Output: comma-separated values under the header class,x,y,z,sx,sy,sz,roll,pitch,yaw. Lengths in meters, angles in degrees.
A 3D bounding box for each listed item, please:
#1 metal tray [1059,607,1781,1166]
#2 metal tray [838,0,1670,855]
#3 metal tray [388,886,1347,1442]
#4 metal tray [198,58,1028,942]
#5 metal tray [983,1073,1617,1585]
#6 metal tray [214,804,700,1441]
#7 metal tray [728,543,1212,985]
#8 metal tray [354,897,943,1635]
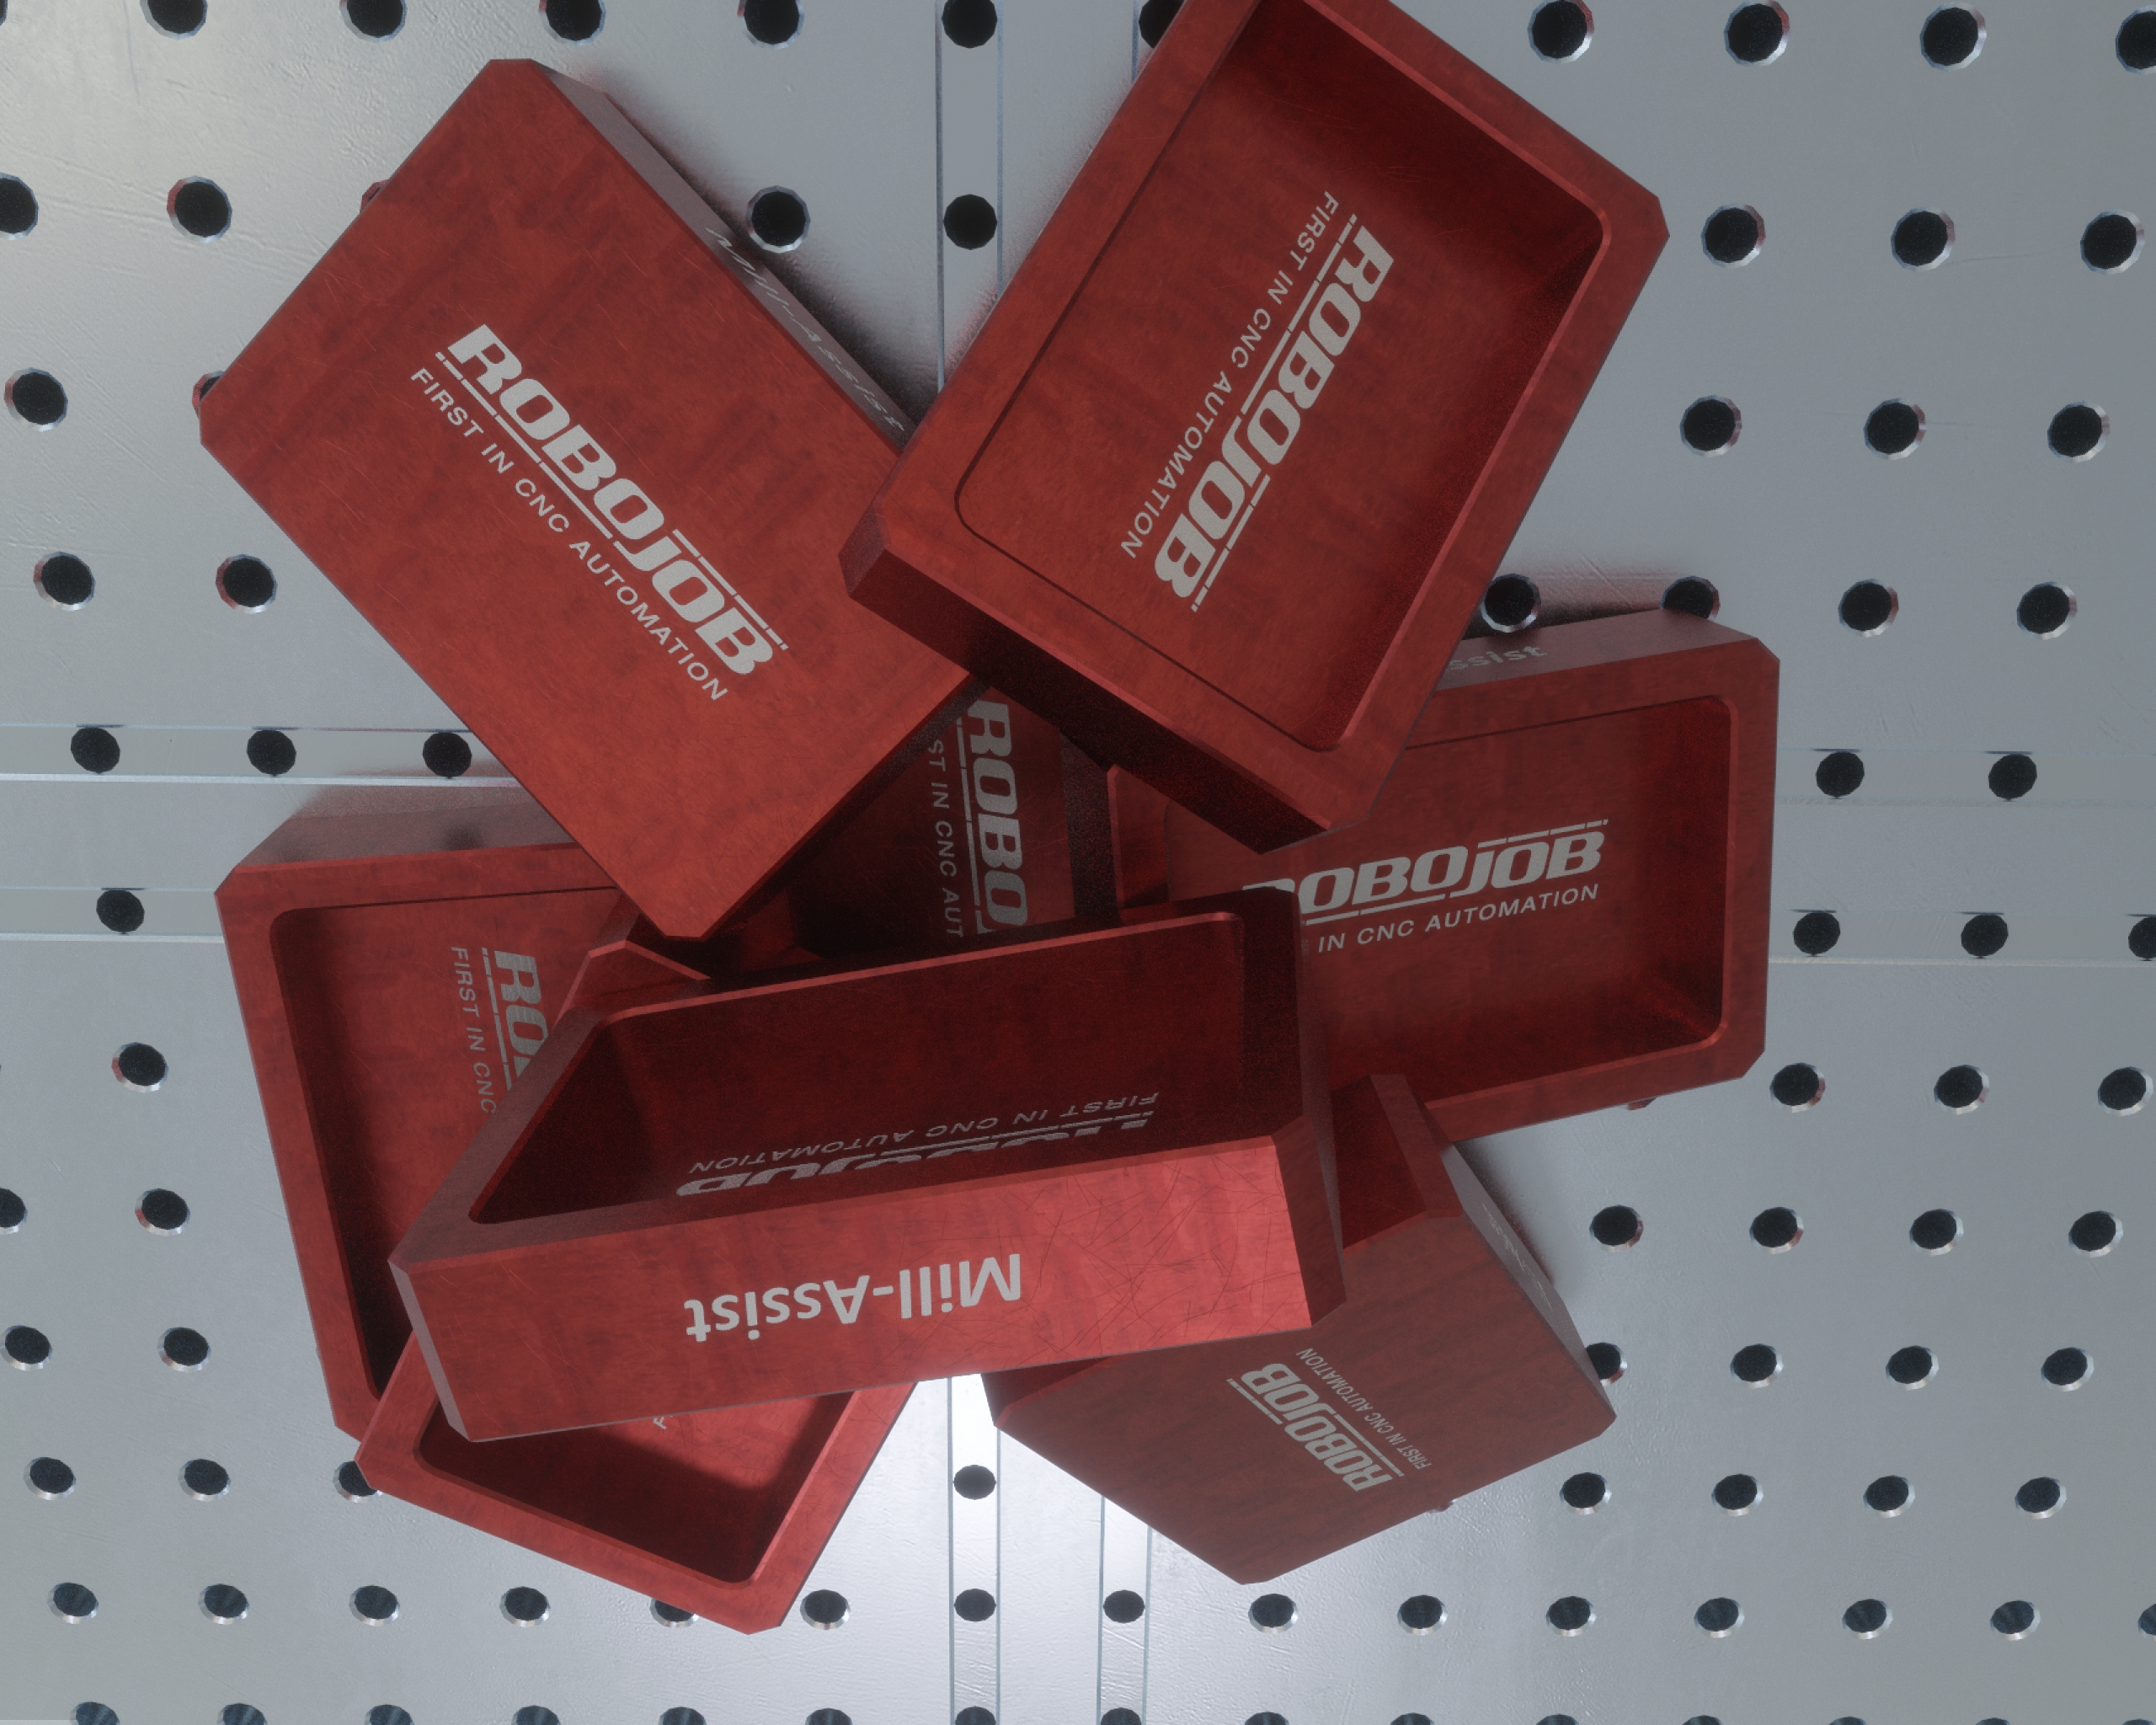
class,x,y,z,sx,sy,sz,roll,pitch,yaw
metal tray,0.066,0.007,0.394,0.131,0.030,0.089,-10,111,-15
metal tray,0.032,-0.078,0.346,0.090,0.030,0.130,32,74,-11
metal tray,-0.027,0.043,0.325,0.130,0.090,0.030,-10,110,8
metal tray,-0.079,-0.062,0.369,0.090,0.030,0.130,-43,89,14
metal tray,0.046,0.097,0.411,0.090,0.030,0.130,-27,141,10
metal tray,-0.115,0.054,0.430,0.090,0.030,0.129,-4,109,1
metal tray,-0.019,0.005,0.412,0.090,0.030,0.129,-5,108,0
metal tray,-0.073,0.080,0.407,0.090,0.030,0.129,25,108,-9
